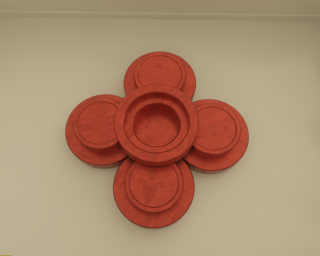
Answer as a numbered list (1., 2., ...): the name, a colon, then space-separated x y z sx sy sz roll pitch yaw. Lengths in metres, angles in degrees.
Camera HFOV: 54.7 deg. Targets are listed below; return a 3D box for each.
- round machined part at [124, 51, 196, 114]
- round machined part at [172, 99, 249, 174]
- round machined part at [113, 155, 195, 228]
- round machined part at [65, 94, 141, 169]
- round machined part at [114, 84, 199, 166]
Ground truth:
1. round machined part: 0.000 -0.063 0.420 0.099 0.042 0.098 0 70 0
2. round machined part: 0.065 0.007 0.396 0.099 0.042 0.098 0 70 0
3. round machined part: -0.007 0.069 0.373 0.099 0.042 0.098 1 68 -1
4. round machined part: -0.073 0.000 0.397 0.099 0.042 0.098 0 70 0
5. round machined part: -0.004 -0.001 0.376 0.099 0.042 0.098 0 70 0
